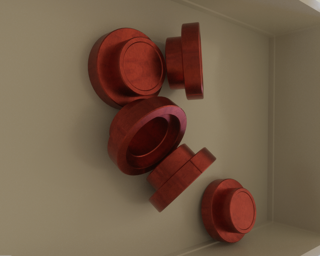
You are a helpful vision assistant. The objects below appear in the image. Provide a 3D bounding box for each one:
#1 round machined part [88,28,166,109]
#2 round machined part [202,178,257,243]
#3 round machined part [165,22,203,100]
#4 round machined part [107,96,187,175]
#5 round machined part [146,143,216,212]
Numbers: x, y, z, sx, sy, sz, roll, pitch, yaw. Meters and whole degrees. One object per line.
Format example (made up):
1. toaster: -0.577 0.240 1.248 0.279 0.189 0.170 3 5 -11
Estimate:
1. round machined part: -0.032 -0.071 0.371 0.099 0.042 0.097 0 90 -40
2. round machined part: 0.113 0.128 0.483 0.099 0.042 0.098 11 73 -39
3. round machined part: 0.033 -0.085 0.404 0.098 0.042 0.097 -4 91 -81
4. round machined part: -0.019 0.005 0.362 0.099 0.042 0.097 -29 142 -26
5. round machined part: 0.021 0.057 0.392 0.042 0.097 0.099 46 55 10
